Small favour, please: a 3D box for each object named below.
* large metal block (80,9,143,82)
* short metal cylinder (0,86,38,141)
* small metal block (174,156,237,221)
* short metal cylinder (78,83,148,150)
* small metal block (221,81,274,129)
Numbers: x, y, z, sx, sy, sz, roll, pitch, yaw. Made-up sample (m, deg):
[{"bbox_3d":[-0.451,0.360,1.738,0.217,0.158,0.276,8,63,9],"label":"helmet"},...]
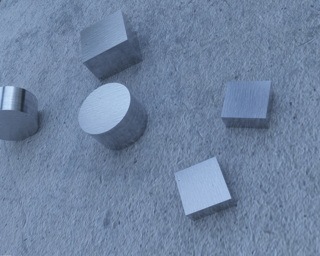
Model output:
[{"bbox_3d":[-0.082,-0.136,0.512,0.080,0.050,0.080,-24,53,13],"label":"large metal block"},{"bbox_3d":[-0.243,-0.022,0.507,0.080,0.080,0.050,-24,53,13],"label":"short metal cylinder"},{"bbox_3d":[0.049,0.066,0.337,0.050,0.025,0.050,-24,53,13],"label":"small metal block"},{"bbox_3d":[-0.064,-0.016,0.429,0.080,0.050,0.080,-13,56,20],"label":"short metal cylinder"},{"bbox_3d":[0.104,-0.028,0.366,0.050,0.025,0.050,3,63,29],"label":"small metal block"}]
